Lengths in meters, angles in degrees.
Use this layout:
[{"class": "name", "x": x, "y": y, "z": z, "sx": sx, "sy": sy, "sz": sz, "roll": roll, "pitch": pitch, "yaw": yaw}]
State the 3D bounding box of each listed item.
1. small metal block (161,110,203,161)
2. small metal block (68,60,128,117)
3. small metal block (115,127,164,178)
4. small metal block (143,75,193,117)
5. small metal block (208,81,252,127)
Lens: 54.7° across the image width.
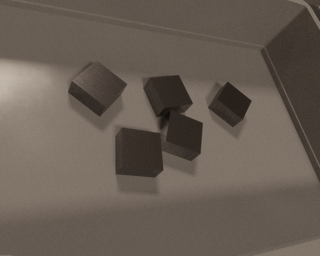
[{"class": "small metal block", "x": 0.028, "y": 0.010, "z": 0.416, "sx": 0.050, "sy": 0.025, "sz": 0.050, "roll": 21, "pitch": 54, "yaw": -16}, {"class": "small metal block", "x": -0.079, "y": -0.051, "z": 0.395, "sx": 0.050, "sy": 0.025, "sz": 0.050, "roll": 38, "pitch": 51, "yaw": -3}, {"class": "small metal block", "x": -0.026, "y": 0.030, "z": 0.375, "sx": 0.050, "sy": 0.025, "sz": 0.050, "roll": 9, "pitch": 58, "yaw": -24}, {"class": "small metal block", "x": 0.011, "y": -0.046, "z": 0.442, "sx": 0.050, "sy": 0.025, "sz": 0.050, "roll": -11, "pitch": 68, "yaw": -33}, {"class": "small metal block", "x": 0.112, "y": -0.038, "z": 0.491, "sx": 0.050, "sy": 0.025, "sz": 0.050, "roll": 38, "pitch": 51, "yaw": -3}]
